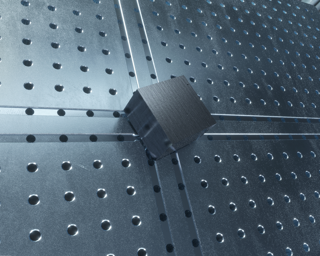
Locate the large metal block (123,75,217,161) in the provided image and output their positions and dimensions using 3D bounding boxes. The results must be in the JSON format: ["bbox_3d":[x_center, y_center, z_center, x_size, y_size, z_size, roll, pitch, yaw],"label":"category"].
[{"bbox_3d":[0.013,-0.015,0.406,0.081,0.050,0.080,-23,74,-37],"label":"large metal block"}]
